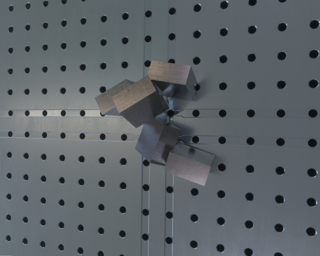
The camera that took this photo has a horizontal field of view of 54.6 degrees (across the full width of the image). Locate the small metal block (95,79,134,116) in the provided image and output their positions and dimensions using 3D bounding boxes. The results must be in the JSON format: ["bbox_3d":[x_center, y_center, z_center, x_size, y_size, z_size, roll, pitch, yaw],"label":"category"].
[{"bbox_3d":[-0.050,-0.039,0.417,0.050,0.050,0.025,-28,81,18],"label":"small metal block"}]

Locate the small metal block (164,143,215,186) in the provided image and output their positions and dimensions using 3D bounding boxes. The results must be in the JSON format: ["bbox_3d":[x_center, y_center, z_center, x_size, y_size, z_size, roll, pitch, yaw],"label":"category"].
[{"bbox_3d":[0.038,0.043,0.382,0.050,0.050,0.025,19,104,11],"label":"small metal block"}]

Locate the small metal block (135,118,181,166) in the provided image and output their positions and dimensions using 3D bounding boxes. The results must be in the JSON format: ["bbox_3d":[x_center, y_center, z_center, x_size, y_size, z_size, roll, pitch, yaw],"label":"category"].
[{"bbox_3d":[-0.004,0.015,0.400,0.050,0.025,0.050,33,104,59],"label":"small metal block"}]

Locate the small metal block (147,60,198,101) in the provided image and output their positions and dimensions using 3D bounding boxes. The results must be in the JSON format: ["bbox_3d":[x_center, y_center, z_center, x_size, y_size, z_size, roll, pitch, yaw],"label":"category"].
[{"bbox_3d":[0.016,-0.059,0.391,0.050,0.050,0.025,12,77,19],"label":"small metal block"}]

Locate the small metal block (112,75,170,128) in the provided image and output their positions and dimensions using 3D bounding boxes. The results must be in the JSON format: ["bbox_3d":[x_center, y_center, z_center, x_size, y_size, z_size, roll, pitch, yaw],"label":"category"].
[{"bbox_3d":[-0.022,-0.031,0.381,0.050,0.050,0.025,-31,62,6],"label":"small metal block"}]
